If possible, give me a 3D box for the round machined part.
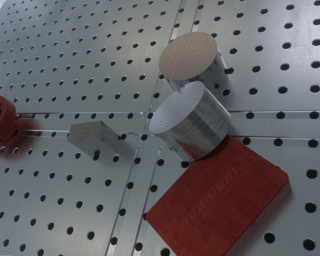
[{"bbox_3d":[-0.297,-0.007,0.557,0.098,0.042,0.098,-13,56,21],"label":"round machined part"}]

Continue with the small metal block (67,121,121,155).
[{"bbox_3d":[-0.091,0.015,0.430,0.050,0.050,0.025,-6,59,25],"label":"small metal block"}]

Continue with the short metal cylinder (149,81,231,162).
[{"bbox_3d":[0.034,-0.008,0.359,0.080,0.050,0.080,-36,24,20],"label":"short metal cylinder"}]

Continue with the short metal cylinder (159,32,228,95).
[{"bbox_3d":[0.045,-0.082,0.419,0.080,0.050,0.080,-13,56,21],"label":"short metal cylinder"}]

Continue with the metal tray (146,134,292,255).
[{"bbox_3d":[0.059,0.078,0.326,0.130,0.030,0.090,-47,51,-5],"label":"metal tray"}]
